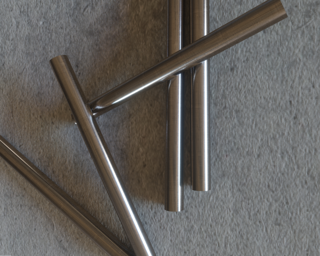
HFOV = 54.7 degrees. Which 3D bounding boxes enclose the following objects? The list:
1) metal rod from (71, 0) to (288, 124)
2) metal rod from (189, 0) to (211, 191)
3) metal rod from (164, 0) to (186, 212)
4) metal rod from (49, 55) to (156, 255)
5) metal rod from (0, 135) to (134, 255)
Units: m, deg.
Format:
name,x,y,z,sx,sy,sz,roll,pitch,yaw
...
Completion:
name,x,y,z,sx,sy,sz,roll,pitch,yaw
metal rod,0.002,-0.069,0.381,0.300,0.025,0.025,-24,82,28
metal rod,0.050,-0.072,0.390,0.025,0.025,0.298,0,90,19
metal rod,0.019,-0.044,0.401,0.025,0.025,0.298,1,90,19
metal rod,-0.075,0.045,0.412,0.025,0.025,0.299,-24,90,18
metal rod,-0.153,0.102,0.461,0.300,0.025,0.025,36,101,16
